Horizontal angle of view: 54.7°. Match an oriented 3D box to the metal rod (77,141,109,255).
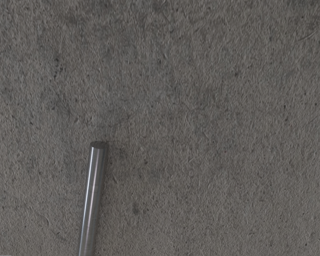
[{"bbox_3d":[-0.109,0.160,0.467,0.025,0.025,0.298,10,110,-4],"label":"metal rod"}]
